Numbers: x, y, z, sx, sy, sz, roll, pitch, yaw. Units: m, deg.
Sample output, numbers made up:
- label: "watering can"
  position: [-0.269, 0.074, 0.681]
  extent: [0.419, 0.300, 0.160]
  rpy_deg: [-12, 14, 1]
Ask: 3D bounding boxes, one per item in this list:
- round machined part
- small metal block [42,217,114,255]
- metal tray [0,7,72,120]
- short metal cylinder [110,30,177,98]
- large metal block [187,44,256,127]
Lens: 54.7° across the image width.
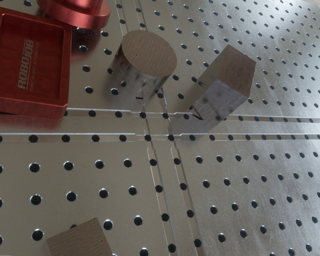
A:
- label: "round machined part"
  position: [-0.114, -0.180, 0.427]
  extent: [0.099, 0.042, 0.098]
  rpy_deg: [19, 35, -14]
- label: "small metal block"
  position: [-0.076, 0.121, 0.294]
  extent: [0.050, 0.025, 0.050]
  rpy_deg: [-17, 71, -35]
- label: "metal tray"
  position: [-0.156, -0.078, 0.368]
  extent: [0.091, 0.030, 0.130]
  rpy_deg: [8, 58, -24]
- label: "short metal cylinder"
  position: [-0.023, -0.089, 0.434]
  extent: [0.081, 0.050, 0.080]
  rpy_deg: [14, 56, -21]
- label: "large metal block"
  position: [0.092, -0.062, 0.460]
  extent: [0.050, 0.080, 0.080]
  rpy_deg: [30, 52, -9]
